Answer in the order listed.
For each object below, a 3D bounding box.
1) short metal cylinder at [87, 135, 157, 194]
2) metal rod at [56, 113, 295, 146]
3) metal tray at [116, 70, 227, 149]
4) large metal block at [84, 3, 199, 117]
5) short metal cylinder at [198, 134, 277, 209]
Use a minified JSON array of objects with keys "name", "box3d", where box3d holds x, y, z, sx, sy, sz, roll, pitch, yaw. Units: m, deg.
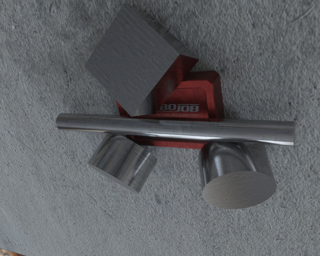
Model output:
[{"name":"short metal cylinder","box3d":[-0.051,0.048,0.425,0.080,0.050,0.080,28,163,9]},{"name":"metal rod","box3d":[-0.003,-0.002,0.370,0.300,0.025,0.025,3,120,26]},{"name":"metal tray","box3d":[0.012,-0.021,0.386,0.130,0.030,0.089,2,120,27]},{"name":"large metal block","box3d":[-0.020,-0.070,0.332,0.080,0.050,0.080,47,114,16]},{"name":"short metal cylinder","box3d":[0.087,0.052,0.357,0.081,0.050,0.080,-1,137,0]}]
